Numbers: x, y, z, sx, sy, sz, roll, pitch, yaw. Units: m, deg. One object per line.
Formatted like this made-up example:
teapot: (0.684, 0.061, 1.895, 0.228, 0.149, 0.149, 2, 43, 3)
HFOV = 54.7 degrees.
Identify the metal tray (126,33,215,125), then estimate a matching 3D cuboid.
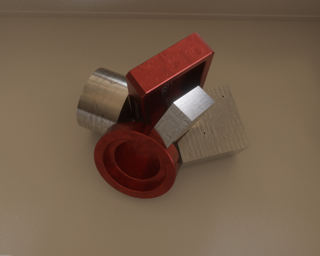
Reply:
metal tray: (0.010, -0.045, 0.369, 0.090, 0.130, 0.030, -33, 75, -12)

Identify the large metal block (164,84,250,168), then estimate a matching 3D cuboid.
large metal block: (0.055, -0.001, 0.388, 0.081, 0.050, 0.080, -13, 75, -5)

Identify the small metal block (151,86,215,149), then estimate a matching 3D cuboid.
small metal block: (0.024, -0.012, 0.327, 0.025, 0.050, 0.050, 46, 44, 7)

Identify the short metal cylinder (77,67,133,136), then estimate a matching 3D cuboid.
short metal cylinder: (-0.061, -0.030, 0.389, 0.050, 0.080, 0.080, 21, 71, 7)

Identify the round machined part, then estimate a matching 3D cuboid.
round machined part: (-0.024, 0.033, 0.367, 0.098, 0.097, 0.042, 19, 36, 6)
